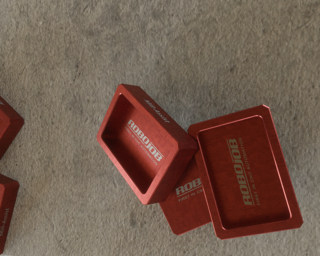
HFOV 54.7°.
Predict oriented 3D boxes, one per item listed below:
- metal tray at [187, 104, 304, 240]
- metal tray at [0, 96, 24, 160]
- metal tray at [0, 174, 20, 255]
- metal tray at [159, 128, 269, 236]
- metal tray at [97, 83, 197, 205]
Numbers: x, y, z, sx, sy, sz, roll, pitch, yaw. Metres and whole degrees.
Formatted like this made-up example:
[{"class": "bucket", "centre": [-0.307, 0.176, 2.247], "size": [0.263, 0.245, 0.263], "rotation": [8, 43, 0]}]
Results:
[{"class": "metal tray", "centre": [0.091, 0.048, 0.341], "size": [0.090, 0.030, 0.129], "rotation": [-16, 85, 18]}, {"class": "metal tray", "centre": [-0.294, -0.017, 0.507], "size": [0.130, 0.030, 0.090], "rotation": [41, 102, 15]}, {"class": "metal tray", "centre": [-0.288, 0.137, 0.505], "size": [0.090, 0.030, 0.129], "rotation": [18, 96, 18]}, {"class": "metal tray", "centre": [0.058, 0.066, 0.385], "size": [0.130, 0.030, 0.090], "rotation": [-29, 81, 17]}, {"class": "metal tray", "centre": [-0.023, 0.016, 0.377], "size": [0.130, 0.030, 0.089], "rotation": [46, 120, 36]}]
